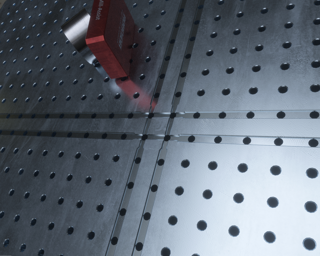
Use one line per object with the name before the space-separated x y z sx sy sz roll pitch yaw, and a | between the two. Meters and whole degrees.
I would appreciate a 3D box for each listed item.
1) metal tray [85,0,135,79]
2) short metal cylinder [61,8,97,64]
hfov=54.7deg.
metal tray | -0.076 -0.157 0.500 0.030 0.090 0.130 -8 58 16
short metal cylinder | -0.123 -0.158 0.535 0.050 0.080 0.080 -36 51 5
